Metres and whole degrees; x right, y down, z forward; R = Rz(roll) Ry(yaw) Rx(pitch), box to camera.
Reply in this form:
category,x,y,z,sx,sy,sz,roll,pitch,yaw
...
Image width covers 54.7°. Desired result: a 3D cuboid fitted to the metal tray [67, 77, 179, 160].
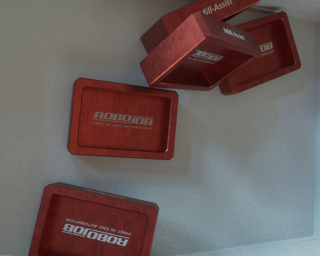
category,x,y,z,sx,sy,sz,roll,pitch,yaw
metal tray,-0.045,-0.009,0.390,0.131,0.030,0.089,6,88,-20

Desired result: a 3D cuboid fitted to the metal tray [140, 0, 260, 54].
category,x,y,z,sx,sy,sz,roll,pitch,yaw
metal tray,0.048,-0.137,0.393,0.131,0.090,0.030,-29,100,-18

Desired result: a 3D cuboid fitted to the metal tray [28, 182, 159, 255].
category,x,y,z,sx,sy,sz,roll,pitch,yaw
metal tray,-0.073,0.120,0.354,0.131,0.030,0.090,11,86,4

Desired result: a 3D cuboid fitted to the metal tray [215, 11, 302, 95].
category,x,y,z,sx,sy,sz,roll,pitch,yaw
metal tray,0.140,-0.111,0.458,0.131,0.030,0.090,-22,98,-19

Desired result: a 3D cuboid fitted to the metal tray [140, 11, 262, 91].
category,x,y,z,sx,sy,sz,roll,pitch,yaw
metal tray,0.051,-0.082,0.364,0.131,0.090,0.030,-5,66,-50
